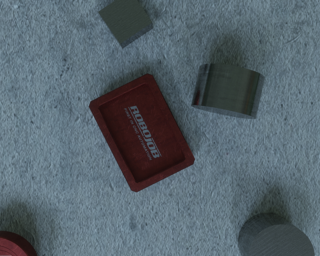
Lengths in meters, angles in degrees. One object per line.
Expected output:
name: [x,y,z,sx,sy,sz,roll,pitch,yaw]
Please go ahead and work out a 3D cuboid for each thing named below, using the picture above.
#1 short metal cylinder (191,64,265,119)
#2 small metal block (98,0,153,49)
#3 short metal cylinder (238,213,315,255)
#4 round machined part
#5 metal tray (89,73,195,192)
short metal cylinder: [0.083,-0.044,0.383,0.080,0.080,0.050,12,90,0]
small metal block: [-0.045,-0.142,0.410,0.050,0.025,0.050,-34,90,0]
short metal cylinder: [0.147,0.156,0.399,0.081,0.050,0.080,0,90,0]
round machined part: [-0.204,0.181,0.400,0.099,0.042,0.097,0,90,0]
metal tray: [-0.023,0.006,0.407,0.090,0.030,0.130,-27,90,0]
